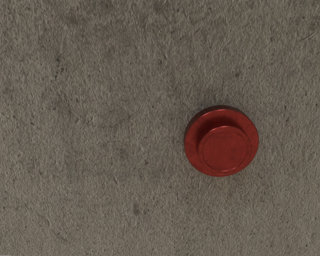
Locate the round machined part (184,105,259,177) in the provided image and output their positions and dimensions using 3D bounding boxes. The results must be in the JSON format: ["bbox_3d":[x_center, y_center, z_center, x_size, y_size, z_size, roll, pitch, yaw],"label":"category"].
[{"bbox_3d":[0.082,0.022,0.409,0.099,0.042,0.097,0,110,0],"label":"round machined part"}]
